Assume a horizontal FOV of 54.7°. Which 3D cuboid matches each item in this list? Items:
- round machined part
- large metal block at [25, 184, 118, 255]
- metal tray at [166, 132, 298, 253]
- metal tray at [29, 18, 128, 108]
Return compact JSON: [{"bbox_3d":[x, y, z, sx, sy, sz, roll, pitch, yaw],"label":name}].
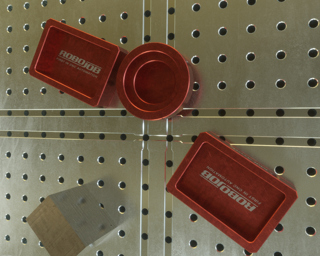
[{"bbox_3d":[-0.004,-0.058,0.405,0.098,0.042,0.097,0,90,20],"label":"round machined part"},{"bbox_3d":[-0.118,0.131,0.425,0.050,0.080,0.080,-45,76,15],"label":"large metal block"},{"bbox_3d":[0.085,0.074,0.379,0.130,0.030,0.090,35,101,16],"label":"metal tray"},{"bbox_3d":[-0.120,-0.094,0.452,0.130,0.030,0.090,26,98,18],"label":"metal tray"}]
